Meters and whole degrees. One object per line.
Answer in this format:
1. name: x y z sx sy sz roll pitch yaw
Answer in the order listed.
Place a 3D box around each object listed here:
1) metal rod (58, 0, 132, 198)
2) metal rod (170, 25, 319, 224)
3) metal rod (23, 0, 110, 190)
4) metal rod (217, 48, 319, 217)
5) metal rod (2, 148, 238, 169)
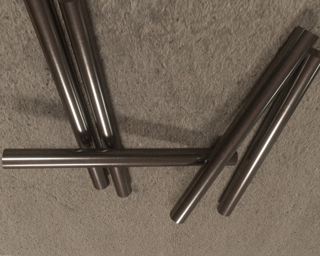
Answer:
1. metal rod: -0.071 -0.012 0.395 0.025 0.025 0.298 -5 130 3
2. metal rod: 0.091 0.015 0.391 0.025 0.025 0.298 20 118 -17
3. metal rod: -0.105 -0.027 0.382 0.025 0.025 0.298 -5 130 3
4. metal rod: 0.140 0.029 0.434 0.025 0.025 0.298 9 130 -8
5. metal rod: -0.041 0.039 0.410 0.302 0.025 0.025 1 131 -13
